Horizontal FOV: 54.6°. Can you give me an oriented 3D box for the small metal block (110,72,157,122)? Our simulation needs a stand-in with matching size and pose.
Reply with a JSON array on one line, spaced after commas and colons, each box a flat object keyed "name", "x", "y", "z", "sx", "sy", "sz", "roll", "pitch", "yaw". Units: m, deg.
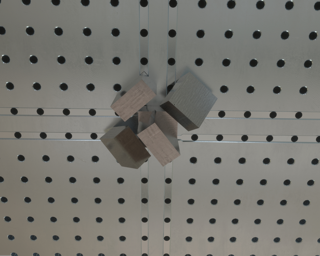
[{"name": "small metal block", "x": -0.031, "y": -0.040, "z": 0.385, "sx": 0.050, "sy": 0.050, "sz": 0.025, "roll": -39, "pitch": 106, "yaw": 13}]

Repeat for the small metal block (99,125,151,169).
[{"name": "small metal block", "x": -0.046, "y": 0.025, "z": 0.406, "sx": 0.025, "sy": 0.050, "sz": 0.050, "roll": -43, "pitch": 109, "yaw": -25}]

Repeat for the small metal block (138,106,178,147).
[{"name": "small metal block", "x": -0.003, "y": -0.002, "z": 0.412, "sx": 0.050, "sy": 0.025, "sz": 0.050, "roll": 0, "pitch": 110, "yaw": -2}]

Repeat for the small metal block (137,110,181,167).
[{"name": "small metal block", "x": -0.001, "y": 0.011, "z": 0.377, "sx": 0.025, "sy": 0.050, "sz": 0.050, "roll": -35, "pitch": 107, "yaw": 11}]

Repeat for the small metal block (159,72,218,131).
[{"name": "small metal block", "x": 0.036, "y": -0.032, "z": 0.387, "sx": 0.050, "sy": 0.025, "sz": 0.050, "roll": 41, "pitch": 65, "yaw": -13}]
